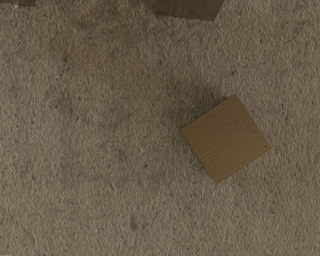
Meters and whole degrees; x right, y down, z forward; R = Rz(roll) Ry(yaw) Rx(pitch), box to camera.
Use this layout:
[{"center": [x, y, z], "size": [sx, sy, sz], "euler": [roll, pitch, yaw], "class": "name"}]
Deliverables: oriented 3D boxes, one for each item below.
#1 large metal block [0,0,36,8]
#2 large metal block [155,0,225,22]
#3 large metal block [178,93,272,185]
[{"center": [-0.204, -0.209, 0.396], "size": [0.080, 0.050, 0.080], "euler": [8, 90, 0], "class": "large metal block"}, {"center": [0.037, -0.174, 0.382], "size": [0.080, 0.080, 0.050], "euler": [7, 90, 0], "class": "large metal block"}, {"center": [0.080, 0.013, 0.398], "size": [0.080, 0.050, 0.080], "euler": [-34, 90, 0], "class": "large metal block"}]
